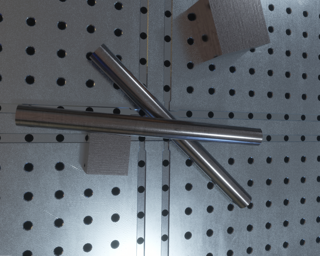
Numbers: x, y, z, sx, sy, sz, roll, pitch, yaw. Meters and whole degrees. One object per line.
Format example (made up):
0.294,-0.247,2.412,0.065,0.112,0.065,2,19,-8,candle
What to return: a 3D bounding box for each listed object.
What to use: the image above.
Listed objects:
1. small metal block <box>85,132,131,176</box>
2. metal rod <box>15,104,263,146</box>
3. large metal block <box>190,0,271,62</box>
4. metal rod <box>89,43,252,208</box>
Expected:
-0.066,0.032,0.389,0.050,0.025,0.050,5,88,-20,small metal block
-0.015,-0.001,0.386,0.302,0.025,0.025,5,88,-12,metal rod
0.098,-0.146,0.437,0.081,0.050,0.080,-18,96,-20,large metal block
0.024,0.007,0.422,0.300,0.025,0.025,45,76,-15,metal rod
